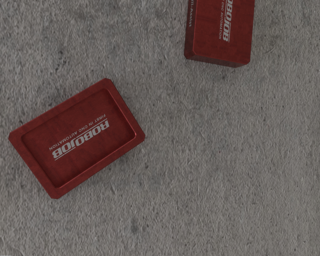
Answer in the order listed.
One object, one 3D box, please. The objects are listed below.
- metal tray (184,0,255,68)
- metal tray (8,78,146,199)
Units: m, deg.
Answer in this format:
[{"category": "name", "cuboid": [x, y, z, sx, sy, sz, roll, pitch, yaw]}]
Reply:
[{"category": "metal tray", "cuboid": [0.086, -0.157, 0.438, 0.091, 0.030, 0.129, 6, 88, -20]}, {"category": "metal tray", "cuboid": [-0.095, 0.010, 0.371, 0.131, 0.030, 0.090, -34, 101, -17]}]
